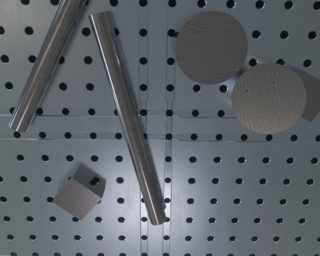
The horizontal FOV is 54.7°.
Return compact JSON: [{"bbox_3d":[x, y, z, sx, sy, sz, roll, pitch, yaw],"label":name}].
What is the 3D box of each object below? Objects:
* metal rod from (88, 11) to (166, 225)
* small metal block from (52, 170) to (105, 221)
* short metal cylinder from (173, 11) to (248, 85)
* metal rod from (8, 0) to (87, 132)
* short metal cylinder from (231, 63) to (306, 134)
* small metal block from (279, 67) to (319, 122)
[{"bbox_3d":[-0.037,0.002,0.413,0.025,0.025,0.298,-13,110,4],"label":"metal rod"},{"bbox_3d":[-0.117,0.097,0.448,0.050,0.025,0.050,39,105,-13],"label":"small metal block"},{"bbox_3d":[0.057,-0.096,0.365,0.081,0.050,0.079,0,110,0],"label":"short metal cylinder"},{"bbox_3d":[-0.114,-0.123,0.366,0.025,0.025,0.298,28,108,-10],"label":"metal rod"},{"bbox_3d":[0.131,-0.036,0.371,0.080,0.050,0.079,3,97,24],"label":"short metal cylinder"},{"bbox_3d":[0.184,-0.043,0.399,0.050,0.025,0.050,25,108,-9],"label":"small metal block"}]
